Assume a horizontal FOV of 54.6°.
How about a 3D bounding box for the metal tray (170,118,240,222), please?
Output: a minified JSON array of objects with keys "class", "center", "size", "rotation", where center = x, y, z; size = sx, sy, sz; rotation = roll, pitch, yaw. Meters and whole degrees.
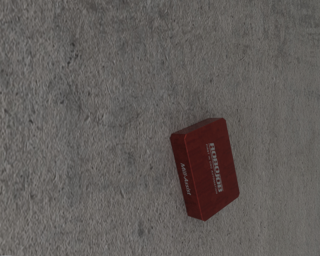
[{"class":"metal tray","center":[0.069,0.058,0.459],"size":[0.091,0.030,0.129],"rotation":[-22,104,-38]}]
